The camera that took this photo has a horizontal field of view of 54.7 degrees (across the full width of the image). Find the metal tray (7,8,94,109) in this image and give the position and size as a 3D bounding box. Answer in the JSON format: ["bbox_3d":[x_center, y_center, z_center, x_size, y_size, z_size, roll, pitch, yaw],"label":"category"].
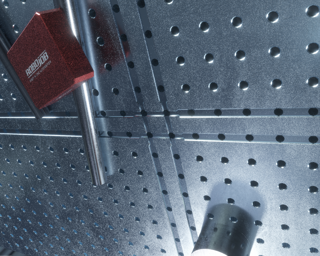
[{"bbox_3d":[-0.148,-0.085,0.409,0.130,0.030,0.090,-18,102,48],"label":"metal tray"}]

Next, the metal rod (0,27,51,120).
[{"bbox_3d":[-0.248,-0.148,0.450,0.025,0.025,0.299,-13,112,33],"label":"metal rod"}]

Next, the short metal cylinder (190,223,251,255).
[{"bbox_3d":[0.091,0.192,0.466,0.080,0.050,0.079,13,124,21],"label":"short metal cylinder"}]

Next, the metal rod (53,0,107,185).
[{"bbox_3d":[-0.110,-0.040,0.443,0.025,0.025,0.298,10,123,22],"label":"metal rod"}]
